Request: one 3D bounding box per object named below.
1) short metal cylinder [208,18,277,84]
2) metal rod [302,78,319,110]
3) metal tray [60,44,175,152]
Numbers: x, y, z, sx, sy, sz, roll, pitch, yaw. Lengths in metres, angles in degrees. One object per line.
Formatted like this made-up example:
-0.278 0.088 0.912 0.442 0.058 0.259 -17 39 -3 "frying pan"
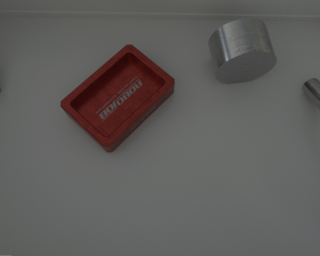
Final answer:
0.110 -0.101 0.419 0.081 0.080 0.050 -8 71 -3 "short metal cylinder"
0.242 0.041 0.330 0.025 0.025 0.300 -11 44 -5 "metal rod"
-0.055 -0.042 0.421 0.090 0.030 0.130 41 75 13 "metal tray"
